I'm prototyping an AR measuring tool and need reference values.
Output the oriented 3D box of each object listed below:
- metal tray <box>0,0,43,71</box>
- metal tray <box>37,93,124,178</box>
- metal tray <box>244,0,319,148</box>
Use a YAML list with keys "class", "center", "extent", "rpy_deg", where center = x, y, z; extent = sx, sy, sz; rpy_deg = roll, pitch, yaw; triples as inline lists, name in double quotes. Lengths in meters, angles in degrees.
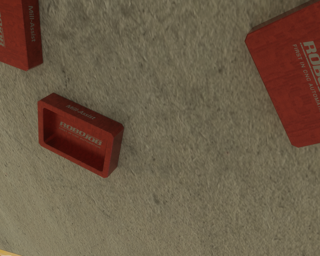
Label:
- class: "metal tray"
  center: [-0.208, -0.152, 0.417]
  extent: [0.090, 0.030, 0.129]
  rpy_deg: [21, 126, 15]
- class: "metal tray"
  center: [-0.124, 0.012, 0.473]
  extent: [0.130, 0.030, 0.089]
  rpy_deg: [24, 127, 13]
- class: "metal tray"
  center: [0.150, -0.051, 0.293]
  extent: [0.090, 0.030, 0.130]
  rpy_deg: [-19, 109, 35]
